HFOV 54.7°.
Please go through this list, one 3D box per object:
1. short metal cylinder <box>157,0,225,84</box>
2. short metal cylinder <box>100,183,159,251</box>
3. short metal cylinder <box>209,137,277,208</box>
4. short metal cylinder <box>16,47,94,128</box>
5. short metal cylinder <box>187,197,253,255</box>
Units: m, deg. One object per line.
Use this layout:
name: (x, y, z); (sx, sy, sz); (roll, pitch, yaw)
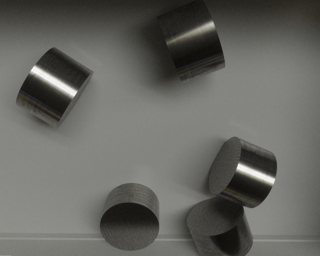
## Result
short metal cylinder: (0.035, -0.096, 0.347); (0.050, 0.080, 0.080); (-21, 109, 7)
short metal cylinder: (-0.041, 0.126, 0.444); (0.081, 0.050, 0.079); (0, 110, 0)
short metal cylinder: (0.106, 0.057, 0.404); (0.050, 0.080, 0.080); (23, 108, -8)
short metal cylinder: (-0.121, -0.047, 0.364); (0.050, 0.080, 0.080); (32, 107, -11)
short metal cylinder: (0.084, 0.141, 0.435); (0.080, 0.080, 0.050); (-19, 109, 7)
